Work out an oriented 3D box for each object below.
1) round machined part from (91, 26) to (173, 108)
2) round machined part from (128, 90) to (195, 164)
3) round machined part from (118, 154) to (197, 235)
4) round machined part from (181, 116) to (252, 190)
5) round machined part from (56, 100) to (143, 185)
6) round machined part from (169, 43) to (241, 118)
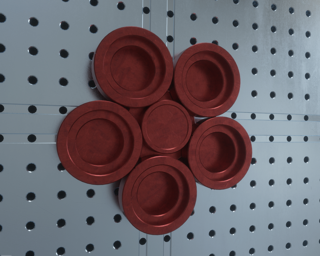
[{"bbox_3d":[-0.036,-0.073,0.390,0.099,0.042,0.097,0,90,-20],"label":"round machined part"},{"bbox_3d":[0.003,-0.001,0.404,0.099,0.042,0.097,0,90,-20],"label":"round machined part"},{"bbox_3d":[-0.006,0.083,0.401,0.099,0.042,0.097,0,90,-20],"label":"round machined part"},{"bbox_3d":[0.074,0.033,0.430,0.099,0.042,0.097,0,90,-20],"label":"round machined part"},{"bbox_3d":[-0.074,0.017,0.376,0.099,0.042,0.097,0,90,-20],"label":"round machined part"},{"bbox_3d":[0.056,-0.063,0.424,0.099,0.042,0.097,0,90,-20],"label":"round machined part"}]
